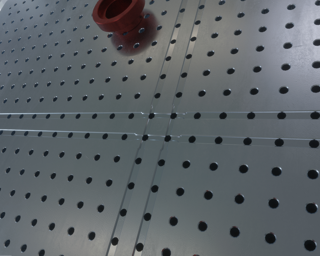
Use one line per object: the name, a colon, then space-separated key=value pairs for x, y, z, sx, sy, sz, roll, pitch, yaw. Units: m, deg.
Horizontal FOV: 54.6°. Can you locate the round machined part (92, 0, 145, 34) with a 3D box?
round machined part: x=-0.070 y=-0.212 z=0.565 sx=0.098 sy=0.042 sz=0.098 roll=-13 pitch=56 yaw=21
